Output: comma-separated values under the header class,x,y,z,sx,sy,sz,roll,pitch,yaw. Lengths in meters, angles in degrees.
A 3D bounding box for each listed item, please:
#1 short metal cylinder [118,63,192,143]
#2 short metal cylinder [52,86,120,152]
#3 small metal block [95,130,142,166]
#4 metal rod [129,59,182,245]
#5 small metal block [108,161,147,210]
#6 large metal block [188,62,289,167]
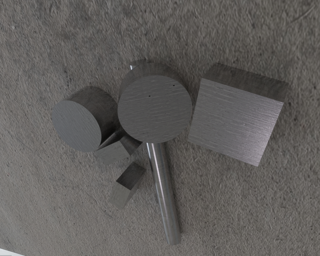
class,x,y,z,sx,sy,sz,roll,pitch,yaw
short metal cylinder,-0.007,-0.029,0.355,0.081,0.050,0.079,-2,117,-5
short metal cylinder,-0.103,-0.013,0.437,0.080,0.050,0.079,13,124,21
small metal block,-0.053,0.022,0.433,0.050,0.050,0.025,-24,105,36
metal rod,-0.001,0.052,0.439,0.025,0.025,0.298,4,121,26
small metal block,-0.049,0.087,0.471,0.025,0.050,0.050,31,128,8
large metal block,0.083,-0.016,0.337,0.080,0.050,0.079,20,126,16
